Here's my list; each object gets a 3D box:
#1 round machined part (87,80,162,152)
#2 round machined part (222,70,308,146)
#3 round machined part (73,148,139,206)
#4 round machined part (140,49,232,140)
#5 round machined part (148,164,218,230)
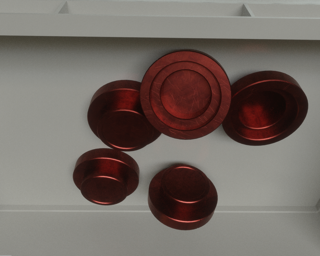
[{"bbox_3d":[-0.042,-0.008,0.390,0.099,0.042,0.097,0,130,0],"label":"round machined part"},{"bbox_3d":[0.121,-0.027,0.375,0.099,0.042,0.097,0,130,0],"label":"round machined part"},{"bbox_3d":[-0.081,0.079,0.465,0.099,0.042,0.097,0,130,0],"label":"round machined part"},{"bbox_3d":[0.030,-0.039,0.349,0.098,0.042,0.097,3,108,8],"label":"round machined part"},{"bbox_3d":[0.033,0.090,0.438,0.099,0.098,0.042,4,130,-4],"label":"round machined part"}]
